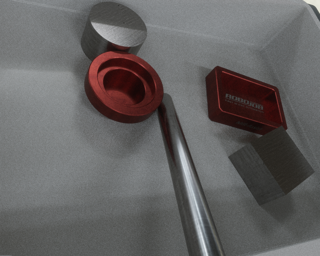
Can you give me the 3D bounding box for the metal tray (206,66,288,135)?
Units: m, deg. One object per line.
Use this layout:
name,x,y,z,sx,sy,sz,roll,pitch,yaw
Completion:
metal tray,0.140,-0.041,0.505,0.131,0.030,0.090,14,56,-21

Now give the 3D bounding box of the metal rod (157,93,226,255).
metal rod,0.022,0.038,0.308,0.025,0.025,0.300,19,26,-18

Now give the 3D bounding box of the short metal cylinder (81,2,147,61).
short metal cylinder,-0.065,-0.129,0.434,0.081,0.050,0.080,14,56,-21

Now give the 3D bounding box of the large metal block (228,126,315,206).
large metal block,0.160,0.053,0.446,0.081,0.050,0.080,-21,73,-36

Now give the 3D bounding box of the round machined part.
round machined part,-0.049,-0.048,0.399,0.099,0.042,0.098,14,56,-21
